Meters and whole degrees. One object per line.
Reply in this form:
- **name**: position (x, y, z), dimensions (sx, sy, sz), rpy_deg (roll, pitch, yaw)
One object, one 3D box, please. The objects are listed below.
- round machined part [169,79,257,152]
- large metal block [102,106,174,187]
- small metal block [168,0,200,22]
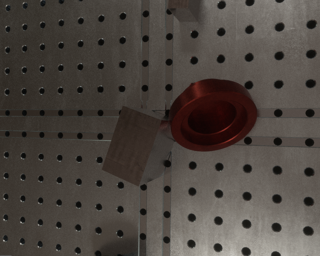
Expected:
- **round machined part**: position (0.059, -0.019, 0.363), dimensions (0.098, 0.098, 0.042), rpy_deg (-27, 45, 18)
- **large metal block**: position (-0.020, 0.020, 0.389), dimensions (0.050, 0.080, 0.080), rpy_deg (21, 97, 18)
- **small metal block**: position (0.032, -0.166, 0.387), dimensions (0.025, 0.050, 0.050), rpy_deg (7, 93, 19)
